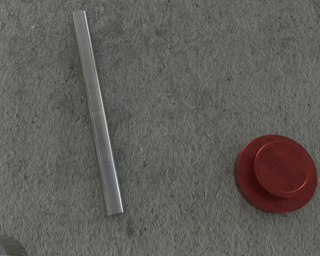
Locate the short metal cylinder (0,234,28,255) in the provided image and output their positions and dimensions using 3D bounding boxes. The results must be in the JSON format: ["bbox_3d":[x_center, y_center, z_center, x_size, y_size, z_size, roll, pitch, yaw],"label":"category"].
[{"bbox_3d":[-0.193,0.157,0.336,0.081,0.050,0.080,0,70,0],"label":"short metal cylinder"}]

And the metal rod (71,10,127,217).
[{"bbox_3d":[-0.087,-0.033,0.419,0.025,0.025,0.299,-13,71,-5],"label":"metal rod"}]

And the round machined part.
[{"bbox_3d":[0.144,0.054,0.381,0.099,0.042,0.098,0,70,0],"label":"round machined part"}]
